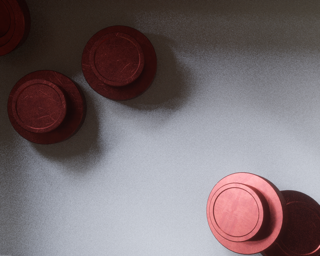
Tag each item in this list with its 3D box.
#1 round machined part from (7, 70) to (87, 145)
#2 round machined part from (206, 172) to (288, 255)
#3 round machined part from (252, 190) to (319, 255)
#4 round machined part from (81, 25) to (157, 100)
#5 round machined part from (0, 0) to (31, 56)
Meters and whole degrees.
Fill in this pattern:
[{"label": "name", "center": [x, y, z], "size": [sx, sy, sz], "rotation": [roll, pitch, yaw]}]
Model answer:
[{"label": "round machined part", "center": [-0.149, -0.027, 0.401], "size": [0.099, 0.042, 0.097], "rotation": [0, 90, -1]}, {"label": "round machined part", "center": [0.100, 0.103, 0.379], "size": [0.098, 0.042, 0.098], "rotation": [-11, 70, 34]}, {"label": "round machined part", "center": [0.170, 0.128, 0.394], "size": [0.099, 0.042, 0.098], "rotation": [1, 75, -2]}, {"label": "round machined part", "center": [-0.053, -0.085, 0.402], "size": [0.099, 0.042, 0.097], "rotation": [0, 90, -1]}, {"label": "round machined part", "center": [-0.211, -0.142, 0.388], "size": [0.099, 0.042, 0.097], "rotation": [0, 117, 1]}]
